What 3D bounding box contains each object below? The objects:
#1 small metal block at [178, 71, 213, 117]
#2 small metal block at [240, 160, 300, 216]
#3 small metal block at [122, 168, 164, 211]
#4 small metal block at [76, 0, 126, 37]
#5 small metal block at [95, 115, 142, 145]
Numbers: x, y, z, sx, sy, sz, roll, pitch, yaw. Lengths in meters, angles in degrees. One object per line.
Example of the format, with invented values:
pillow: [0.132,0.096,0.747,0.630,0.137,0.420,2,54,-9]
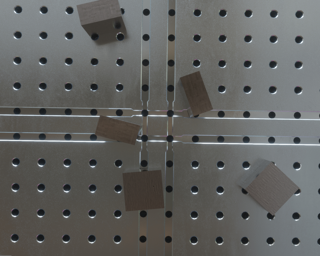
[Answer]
small metal block: [0.044,-0.042,0.401,0.025,0.050,0.050,-20,90,0]
small metal block: [0.146,0.079,0.414,0.050,0.025,0.050,43,90,0]
small metal block: [-0.021,0.081,0.413,0.050,0.025,0.050,-5,90,0]
small metal block: [-0.074,-0.142,0.400,0.050,0.050,0.025,-13,90,0]
small metal block: [-0.052,0.002,0.401,0.050,0.050,0.025,15,90,0]
